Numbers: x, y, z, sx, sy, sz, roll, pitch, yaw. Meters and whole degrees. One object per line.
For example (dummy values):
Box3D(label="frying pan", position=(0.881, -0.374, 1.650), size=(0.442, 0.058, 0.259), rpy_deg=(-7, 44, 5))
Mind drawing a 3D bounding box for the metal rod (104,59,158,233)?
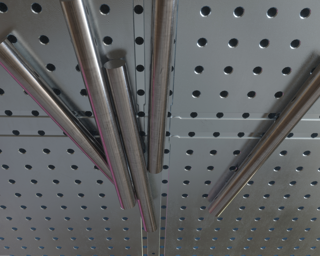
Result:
Box3D(label="metal rod", position=(-0.033, 0.047, 0.437), size=(0.025, 0.025, 0.298), rpy_deg=(-6, 126, 4))

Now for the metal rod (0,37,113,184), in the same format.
Box3D(label="metal rod", position=(-0.107, 0.011, 0.419), size=(0.025, 0.025, 0.299), rpy_deg=(-21, 127, 17))

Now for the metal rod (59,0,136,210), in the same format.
Box3D(label="metal rod", position=(-0.067, -0.006, 0.388), size=(0.025, 0.025, 0.298), rpy_deg=(-6, 125, 4))

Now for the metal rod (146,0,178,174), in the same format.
Box3D(label="metal rod", position=(0.000, -0.054, 0.365), size=(0.025, 0.025, 0.298), rpy_deg=(2, 130, -2))

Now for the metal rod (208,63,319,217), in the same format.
Box3D(label="metal rod", position=(0.145, 0.035, 0.443), size=(0.025, 0.025, 0.298), rpy_deg=(15, 128, -13))
